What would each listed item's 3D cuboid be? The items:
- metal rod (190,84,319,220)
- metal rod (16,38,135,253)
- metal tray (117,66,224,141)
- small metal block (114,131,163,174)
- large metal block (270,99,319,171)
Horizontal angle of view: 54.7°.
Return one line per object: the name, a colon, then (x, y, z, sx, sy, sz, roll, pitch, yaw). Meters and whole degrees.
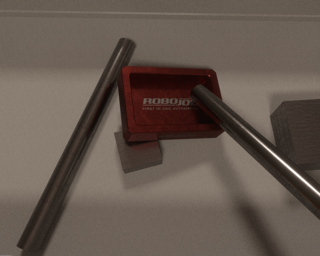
metal rod: (0.129, 0.044, 0.319, 0.025, 0.025, 0.300, -33, 53, -11)
metal rod: (-0.101, 0.008, 0.405, 0.025, 0.025, 0.300, 19, 71, 6)
metal tray: (0.016, -0.032, 0.399, 0.131, 0.030, 0.090, -2, 69, -18)
small metal block: (-0.028, 0.027, 0.400, 0.050, 0.025, 0.050, -14, 71, -6)
large metal block: (0.196, 0.010, 0.395, 0.081, 0.050, 0.080, -4, 70, -2)
